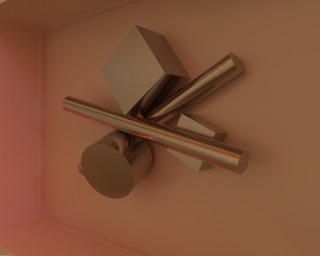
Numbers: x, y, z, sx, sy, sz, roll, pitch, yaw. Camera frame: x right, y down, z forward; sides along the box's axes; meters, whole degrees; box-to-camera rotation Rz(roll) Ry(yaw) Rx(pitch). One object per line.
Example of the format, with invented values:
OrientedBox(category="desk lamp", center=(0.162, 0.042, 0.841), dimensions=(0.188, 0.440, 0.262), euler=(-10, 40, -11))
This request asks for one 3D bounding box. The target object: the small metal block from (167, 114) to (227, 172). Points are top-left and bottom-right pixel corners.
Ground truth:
OrientedBox(category="small metal block", center=(0.042, 0.016, 0.366), dimensions=(0.050, 0.025, 0.050), euler=(33, 110, 34))

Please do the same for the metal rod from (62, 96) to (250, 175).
OrientedBox(category="metal rod", center=(-0.031, -0.002, 0.395), dimensions=(0.300, 0.025, 0.025), euler=(18, 101, 38))

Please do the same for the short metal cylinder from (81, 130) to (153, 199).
OrientedBox(category="short metal cylinder", center=(-0.057, 0.047, 0.415), dimensions=(0.080, 0.050, 0.079), euler=(11, 116, 23))

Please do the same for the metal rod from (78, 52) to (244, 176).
OrientedBox(category="metal rod", center=(-0.020, -0.003, 0.418), dimensions=(0.299, 0.025, 0.025), euler=(-34, 69, 34))

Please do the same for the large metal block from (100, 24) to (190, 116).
OrientedBox(category="large metal block", center=(-0.021, -0.071, 0.403), dimensions=(0.080, 0.050, 0.080), euler=(-43, 64, 31))
